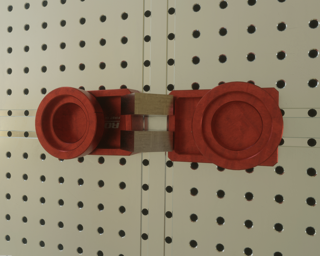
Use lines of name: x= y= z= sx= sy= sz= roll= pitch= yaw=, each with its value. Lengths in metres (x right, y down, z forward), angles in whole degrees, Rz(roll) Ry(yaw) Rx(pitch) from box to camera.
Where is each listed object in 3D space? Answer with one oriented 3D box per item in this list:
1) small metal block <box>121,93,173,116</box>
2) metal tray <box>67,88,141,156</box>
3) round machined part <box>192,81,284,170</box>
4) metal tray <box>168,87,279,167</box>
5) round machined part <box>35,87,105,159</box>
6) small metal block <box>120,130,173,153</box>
small metal block: x=-0.017 y=-0.029 z=0.390 sx=0.050 sy=0.050 sz=0.025 roll=-178 pitch=89 yaw=-64
metal tray: x=-0.094 y=-0.008 z=0.444 sx=0.130 sy=0.030 sz=0.089 roll=-1 pitch=92 yaw=20
round machined part: x=0.090 y=-0.003 z=0.358 sx=0.098 sy=0.042 sz=0.097 roll=0 pitch=90 yaw=20
metal tray: x=0.077 y=-0.002 z=0.383 sx=0.130 sy=0.030 sz=0.089 roll=1 pitch=90 yaw=19
round machined part: x=-0.120 y=-0.007 z=0.433 sx=0.098 sy=0.042 sz=0.097 roll=0 pitch=90 yaw=20
small metal block: x=-0.018 y=0.016 z=0.390 sx=0.050 sy=0.050 sz=0.025 roll=-178 pitch=89 yaw=-64
